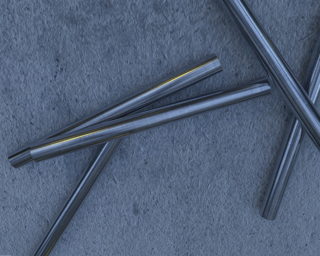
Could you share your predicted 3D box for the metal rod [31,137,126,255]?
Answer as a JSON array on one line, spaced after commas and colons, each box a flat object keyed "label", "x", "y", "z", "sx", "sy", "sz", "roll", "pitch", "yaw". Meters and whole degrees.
[{"label": "metal rod", "x": -0.135, "y": 0.123, "z": 0.453, "sx": 0.025, "sy": 0.025, "sz": 0.299, "roll": 31, "pitch": 107, "yaw": -11}]

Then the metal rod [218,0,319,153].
[{"label": "metal rod", "x": 0.129, "y": -0.082, "z": 0.363, "sx": 0.025, "sy": 0.025, "sz": 0.300, "roll": -36, "pitch": 100, "yaw": 12}]

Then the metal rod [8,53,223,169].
[{"label": "metal rod", "x": -0.063, "y": -0.018, "z": 0.402, "sx": 0.301, "sy": 0.025, "sz": 0.025, "roll": -25, "pitch": 108, "yaw": 8}]

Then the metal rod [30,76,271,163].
[{"label": "metal rod", "x": -0.011, "y": -0.011, "z": 0.388, "sx": 0.302, "sy": 0.025, "sz": 0.025, "roll": -16, "pitch": 110, "yaw": -1}]

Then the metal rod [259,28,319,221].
[{"label": "metal rod", "x": 0.184, "y": -0.009, "z": 0.407, "sx": 0.025, "sy": 0.025, "sz": 0.298, "roll": 9, "pitch": 110, "yaw": -4}]
